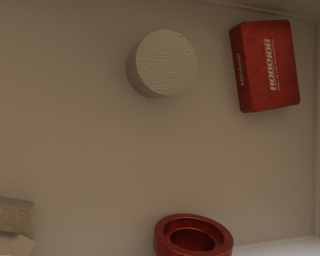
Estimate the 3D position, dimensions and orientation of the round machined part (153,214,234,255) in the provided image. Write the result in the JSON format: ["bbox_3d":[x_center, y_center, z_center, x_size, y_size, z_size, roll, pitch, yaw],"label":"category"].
[{"bbox_3d":[0.040,0.151,0.390,0.099,0.098,0.042,1,103,-20],"label":"round machined part"}]

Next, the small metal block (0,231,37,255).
[{"bbox_3d":[-0.173,0.139,0.337,0.050,0.025,0.050,35,53,-17],"label":"small metal block"}]

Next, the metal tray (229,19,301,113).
[{"bbox_3d":[0.159,-0.093,0.468,0.091,0.030,0.129,-10,94,-20],"label":"metal tray"}]

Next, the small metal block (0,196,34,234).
[{"bbox_3d":[-0.167,0.092,0.335,0.050,0.050,0.025,16,81,-20],"label":"small metal block"}]

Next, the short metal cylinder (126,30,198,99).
[{"bbox_3d":[0.001,-0.080,0.398,0.081,0.050,0.079,0,90,-21],"label":"short metal cylinder"}]
